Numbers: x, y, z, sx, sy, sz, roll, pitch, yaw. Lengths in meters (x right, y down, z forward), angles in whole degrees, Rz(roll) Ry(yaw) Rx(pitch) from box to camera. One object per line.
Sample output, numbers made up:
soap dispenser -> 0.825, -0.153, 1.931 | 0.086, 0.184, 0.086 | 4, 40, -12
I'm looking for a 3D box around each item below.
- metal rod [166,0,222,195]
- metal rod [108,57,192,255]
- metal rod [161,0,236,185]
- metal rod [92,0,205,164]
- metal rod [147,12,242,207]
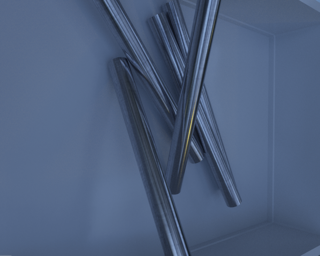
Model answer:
metal rod -> 0.038, -0.050, 0.363 | 0.025, 0.025, 0.298 | -13, 123, -40
metal rod -> -0.005, 0.058, 0.324 | 0.025, 0.025, 0.299 | -3, 67, -40
metal rod -> 0.063, -0.036, 0.461 | 0.025, 0.025, 0.298 | -33, 111, -35
metal rod -> -0.014, -0.066, 0.377 | 0.025, 0.025, 0.299 | -51, 126, -28
metal rod -> 0.055, -0.015, 0.442 | 0.025, 0.025, 0.299 | -36, 109, -35
